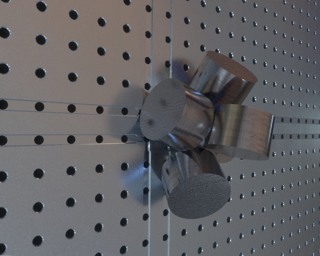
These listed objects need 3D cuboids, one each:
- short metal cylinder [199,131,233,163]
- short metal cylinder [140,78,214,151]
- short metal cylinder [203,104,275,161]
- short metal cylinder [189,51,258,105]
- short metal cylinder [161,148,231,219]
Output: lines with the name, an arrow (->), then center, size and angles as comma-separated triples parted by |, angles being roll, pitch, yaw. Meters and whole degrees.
short metal cylinder -> 0.074, 0.010, 0.453 | 0.081, 0.050, 0.080 | 1, 88, -39
short metal cylinder -> 0.020, -0.016, 0.389 | 0.050, 0.080, 0.080 | 24, 75, -38
short metal cylinder -> 0.099, 0.007, 0.390 | 0.080, 0.080, 0.050 | 22, 76, -38
short metal cylinder -> 0.089, -0.066, 0.438 | 0.081, 0.080, 0.050 | 3, 128, -40
short metal cylinder -> 0.045, 0.072, 0.403 | 0.081, 0.050, 0.079 | -6, 125, -8
